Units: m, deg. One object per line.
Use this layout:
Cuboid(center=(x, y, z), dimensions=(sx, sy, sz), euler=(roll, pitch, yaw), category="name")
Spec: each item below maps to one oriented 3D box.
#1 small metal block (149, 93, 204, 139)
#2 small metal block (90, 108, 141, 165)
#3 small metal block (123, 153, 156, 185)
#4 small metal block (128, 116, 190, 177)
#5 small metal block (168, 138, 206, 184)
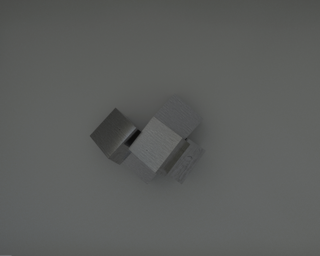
Cuboid(center=(0.021, -0.010, 0.410), dimensions=(0.050, 0.025, 0.050), euler=(42, 90, -1), category="small metal block")
Cuboid(center=(-0.054, 0.010, 0.397), dimensions=(0.050, 0.025, 0.050), euler=(-48, 52, 0), category="small metal block")
Cuboid(center=(-0.018, 0.037, 0.409), dimensions=(0.050, 0.025, 0.050), euler=(42, 90, -1), category="small metal block")
Cuboid(center=(-0.001, 0.022, 0.373), dimensions=(0.050, 0.025, 0.050), euler=(38, 90, 33), category="small metal block")
Cuboid(center=(0.030, 0.040, 0.398), dimensions=(0.025, 0.050, 0.050), euler=(35, 90, -1), category="small metal block")
